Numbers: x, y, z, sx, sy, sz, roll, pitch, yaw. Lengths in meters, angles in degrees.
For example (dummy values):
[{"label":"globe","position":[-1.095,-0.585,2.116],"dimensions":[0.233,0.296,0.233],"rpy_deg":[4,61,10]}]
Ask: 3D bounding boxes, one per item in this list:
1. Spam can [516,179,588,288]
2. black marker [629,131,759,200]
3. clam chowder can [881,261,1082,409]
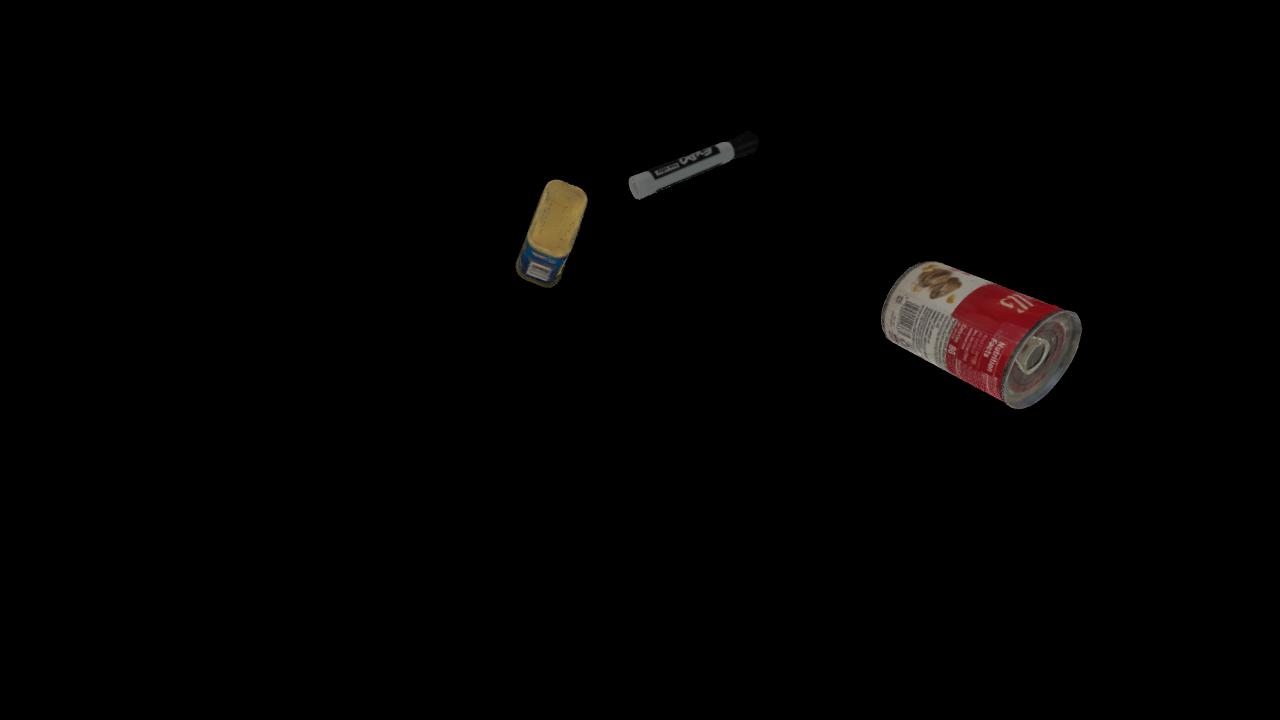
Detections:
[{"label":"Spam can","position":[-0.105,-0.150,0.735],"dimensions":[0.058,0.101,0.085],"rpy_deg":[20,-20,-13]},{"label":"black marker","position":[0.047,-0.161,0.503],"dimensions":[0.121,0.020,0.020],"rpy_deg":[-26,9,-18]},{"label":"clam chowder can","position":[0.225,-0.021,0.417],"dimensions":[0.068,0.068,0.102],"rpy_deg":[0,25,-30]}]
